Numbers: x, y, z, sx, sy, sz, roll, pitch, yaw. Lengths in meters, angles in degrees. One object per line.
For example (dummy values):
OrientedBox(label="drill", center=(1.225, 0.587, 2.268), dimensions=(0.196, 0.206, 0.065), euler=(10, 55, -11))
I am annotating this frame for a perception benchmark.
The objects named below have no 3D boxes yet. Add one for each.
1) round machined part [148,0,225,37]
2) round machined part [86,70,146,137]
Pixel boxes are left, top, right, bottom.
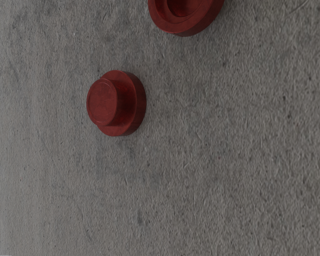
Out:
OrientedBox(label="round machined part", center=(0.036, -0.156, 0.364), dimensions=(0.098, 0.042, 0.097), euler=(0, 90, 40))
OrientedBox(label="round machined part", center=(-0.070, -0.036, 0.452), dimensions=(0.098, 0.042, 0.097), euler=(0, 90, 40))
